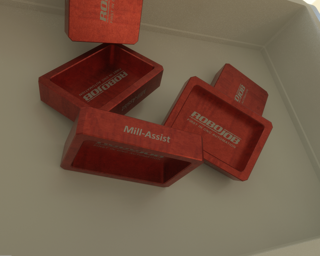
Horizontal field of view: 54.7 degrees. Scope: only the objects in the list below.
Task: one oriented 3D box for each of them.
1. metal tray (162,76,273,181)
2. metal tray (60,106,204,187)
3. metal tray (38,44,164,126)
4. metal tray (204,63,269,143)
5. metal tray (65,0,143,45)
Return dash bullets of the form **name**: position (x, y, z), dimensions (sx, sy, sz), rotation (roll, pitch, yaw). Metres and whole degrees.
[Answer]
- **metal tray**: position (0.074, 0.002, 0.415), dimensions (0.130, 0.030, 0.090), rotation (30, 79, -6)
- **metal tray**: position (-0.031, 0.026, 0.332), dimensions (0.131, 0.090, 0.030), rotation (14, 57, -21)
- **metal tray**: position (-0.068, -0.056, 0.381), dimensions (0.090, 0.030, 0.131), rotation (31, 47, 16)
- **metal tray**: position (0.115, -0.034, 0.488), dimensions (0.090, 0.030, 0.130), rotation (35, 51, -5)
- **metal tray**: position (-0.066, -0.172, 0.377), dimensions (0.091, 0.129, 0.030), rotation (-4, 31, -25)
